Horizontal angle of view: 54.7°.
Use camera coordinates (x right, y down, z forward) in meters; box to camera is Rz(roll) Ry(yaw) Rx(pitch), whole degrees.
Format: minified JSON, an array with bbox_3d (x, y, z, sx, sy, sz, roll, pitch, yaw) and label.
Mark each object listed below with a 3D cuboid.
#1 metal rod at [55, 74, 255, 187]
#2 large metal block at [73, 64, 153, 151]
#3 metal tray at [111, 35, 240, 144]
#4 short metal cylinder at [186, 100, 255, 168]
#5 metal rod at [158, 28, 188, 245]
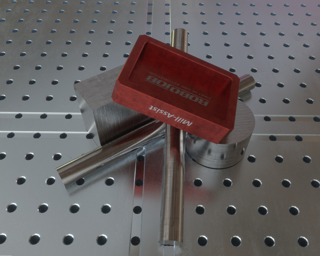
[{"bbox_3d":[0.010,-0.006,0.413,0.302,0.025,0.025,-27,55,-21],"label":"metal rod"},{"bbox_3d":[-0.054,-0.026,0.392,0.081,0.080,0.050,-27,56,-21],"label":"large metal block"},{"bbox_3d":[0.022,-0.046,0.351,0.131,0.030,0.090,22,51,-6],"label":"metal tray"},{"bbox_3d":[0.073,0.003,0.388,0.081,0.050,0.080,0,50,0],"label":"short metal cylinder"},{"bbox_3d":[0.020,-0.012,0.389,0.025,0.025,0.299,3,59,2],"label":"metal rod"}]
